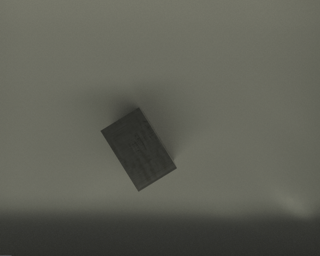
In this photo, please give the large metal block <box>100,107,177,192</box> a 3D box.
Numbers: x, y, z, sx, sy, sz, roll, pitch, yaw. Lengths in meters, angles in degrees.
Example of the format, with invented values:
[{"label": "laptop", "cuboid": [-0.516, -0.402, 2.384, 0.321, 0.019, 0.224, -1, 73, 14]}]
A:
[{"label": "large metal block", "cuboid": [-0.023, 0.024, 0.384, 0.050, 0.080, 0.080, -32, 90, 0]}]
